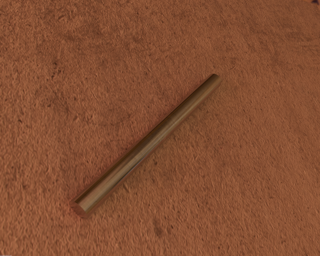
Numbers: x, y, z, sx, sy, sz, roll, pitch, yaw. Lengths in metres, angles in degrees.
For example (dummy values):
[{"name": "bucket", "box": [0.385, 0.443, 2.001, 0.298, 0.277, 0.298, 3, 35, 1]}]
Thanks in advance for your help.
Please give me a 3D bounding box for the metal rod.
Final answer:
[{"name": "metal rod", "box": [0.003, 0.003, 0.407, 0.025, 0.025, 0.302, 45, 51, 2]}]
